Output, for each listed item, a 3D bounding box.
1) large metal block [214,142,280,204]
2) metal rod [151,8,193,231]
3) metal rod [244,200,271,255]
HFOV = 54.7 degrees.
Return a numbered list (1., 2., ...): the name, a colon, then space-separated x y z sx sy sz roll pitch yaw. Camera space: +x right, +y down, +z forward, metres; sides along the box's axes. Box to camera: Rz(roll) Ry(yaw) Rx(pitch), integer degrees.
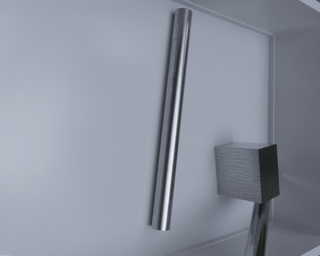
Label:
1. large metal block: 0.136 0.066 0.488 0.050 0.080 0.079 -9 96 -40
2. metal rod: 0.017 -0.015 0.422 0.025 0.025 0.298 11 83 -40
3. metal rod: 0.145 0.134 0.448 0.301 0.025 0.025 -40 118 -61
